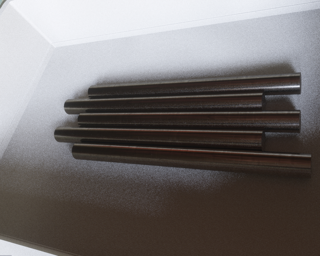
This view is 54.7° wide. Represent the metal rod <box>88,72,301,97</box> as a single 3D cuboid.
[{"bbox_3d":[0.027,-0.053,0.421,0.300,0.025,0.025,1,62,28],"label":"metal rod"}]

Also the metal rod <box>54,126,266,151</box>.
[{"bbox_3d":[-0.020,0.012,0.406,0.300,0.025,0.025,1,62,28],"label":"metal rod"}]

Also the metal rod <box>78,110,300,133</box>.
[{"bbox_3d":[0.017,-0.009,0.400,0.300,0.025,0.025,1,62,28],"label":"metal rod"}]

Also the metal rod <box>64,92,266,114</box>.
[{"bbox_3d":[-0.013,-0.032,0.429,0.300,0.025,0.025,1,62,28],"label":"metal rod"}]

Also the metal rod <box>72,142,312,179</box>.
[{"bbox_3d":[0.015,0.035,0.373,0.300,0.025,0.025,1,62,28],"label":"metal rod"}]
